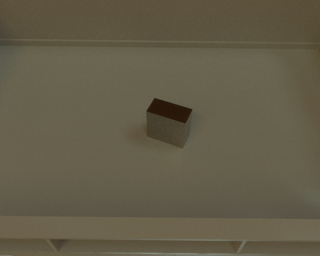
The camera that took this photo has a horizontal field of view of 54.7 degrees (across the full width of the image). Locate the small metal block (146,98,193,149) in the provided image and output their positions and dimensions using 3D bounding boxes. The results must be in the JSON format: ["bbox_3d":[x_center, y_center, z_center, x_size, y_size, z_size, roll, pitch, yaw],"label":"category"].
[{"bbox_3d":[0.011,-0.006,0.394,0.050,0.050,0.025,18,52,14],"label":"small metal block"}]
